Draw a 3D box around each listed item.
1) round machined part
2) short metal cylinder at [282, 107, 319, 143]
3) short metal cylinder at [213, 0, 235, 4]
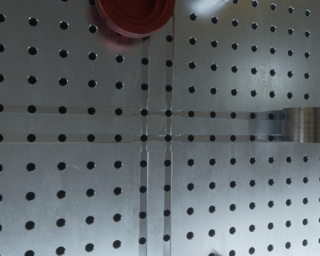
[{"bbox_3d":[-0.034,-0.162,0.391,0.099,0.042,0.097,0,90,-20],"label":"round machined part"},{"bbox_3d":[0.227,-0.004,0.467,0.081,0.080,0.050,1,90,-20],"label":"short metal cylinder"},{"bbox_3d":[0.100,-0.224,0.435,0.081,0.050,0.080,0,90,-20],"label":"short metal cylinder"}]
